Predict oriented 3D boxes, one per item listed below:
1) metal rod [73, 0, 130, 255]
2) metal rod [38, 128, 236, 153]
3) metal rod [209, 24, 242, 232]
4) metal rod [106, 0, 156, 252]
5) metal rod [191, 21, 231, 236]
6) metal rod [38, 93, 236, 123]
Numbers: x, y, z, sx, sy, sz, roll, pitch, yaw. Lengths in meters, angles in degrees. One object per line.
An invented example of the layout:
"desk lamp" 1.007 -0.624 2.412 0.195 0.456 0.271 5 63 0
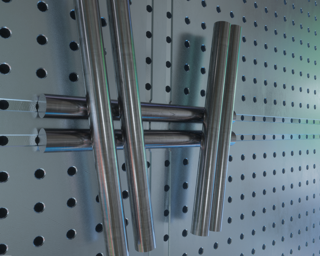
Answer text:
"metal rod" -0.061 -0.006 0.325 0.025 0.025 0.298 -11 97 -39
"metal rod" -0.002 0.015 0.407 0.302 0.025 0.025 1 90 -40
"metal rod" 0.093 -0.004 0.454 0.025 0.025 0.299 12 83 -39
"metal rod" -0.032 -0.008 0.349 0.025 0.025 0.298 -10 97 -39
"metal rod" 0.073 -0.003 0.437 0.025 0.025 0.299 12 83 -39
"metal rod" -0.002 -0.020 0.407 0.302 0.025 0.025 1 90 -40
